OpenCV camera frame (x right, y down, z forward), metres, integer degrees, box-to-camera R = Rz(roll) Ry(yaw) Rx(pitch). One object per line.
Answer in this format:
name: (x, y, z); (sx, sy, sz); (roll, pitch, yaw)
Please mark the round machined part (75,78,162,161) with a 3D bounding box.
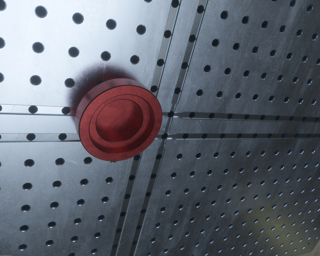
round machined part: (-0.050, -0.013, 0.364); (0.099, 0.042, 0.097); (-14, 124, -21)
